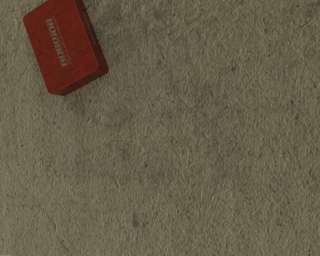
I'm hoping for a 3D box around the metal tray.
[{"bbox_3d":[-0.140,-0.124,0.456,0.090,0.030,0.129,-24,82,18],"label":"metal tray"}]
